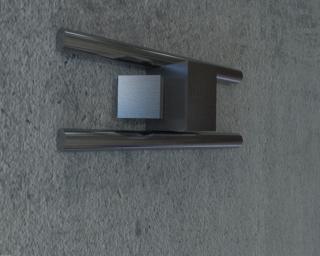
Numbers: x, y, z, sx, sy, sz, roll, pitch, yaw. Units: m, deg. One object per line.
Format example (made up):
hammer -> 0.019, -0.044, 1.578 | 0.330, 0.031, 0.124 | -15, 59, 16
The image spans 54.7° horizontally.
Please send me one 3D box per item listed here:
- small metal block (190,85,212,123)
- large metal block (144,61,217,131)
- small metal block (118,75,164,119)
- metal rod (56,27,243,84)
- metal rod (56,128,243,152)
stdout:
small metal block -> 0.057, -0.033, 0.438 | 0.025, 0.050, 0.050 | 0, 89, 2
large metal block -> 0.024, -0.036, 0.396 | 0.050, 0.080, 0.079 | 1, 90, -40
small metal block -> -0.022, -0.036, 0.371 | 0.025, 0.050, 0.050 | 3, 89, -80
metal rod -> 0.012, -0.089, 0.418 | 0.302, 0.025, 0.025 | 2, 89, -40
metal rod -> 0.012, 0.017, 0.419 | 0.302, 0.025, 0.025 | 2, 89, -40
